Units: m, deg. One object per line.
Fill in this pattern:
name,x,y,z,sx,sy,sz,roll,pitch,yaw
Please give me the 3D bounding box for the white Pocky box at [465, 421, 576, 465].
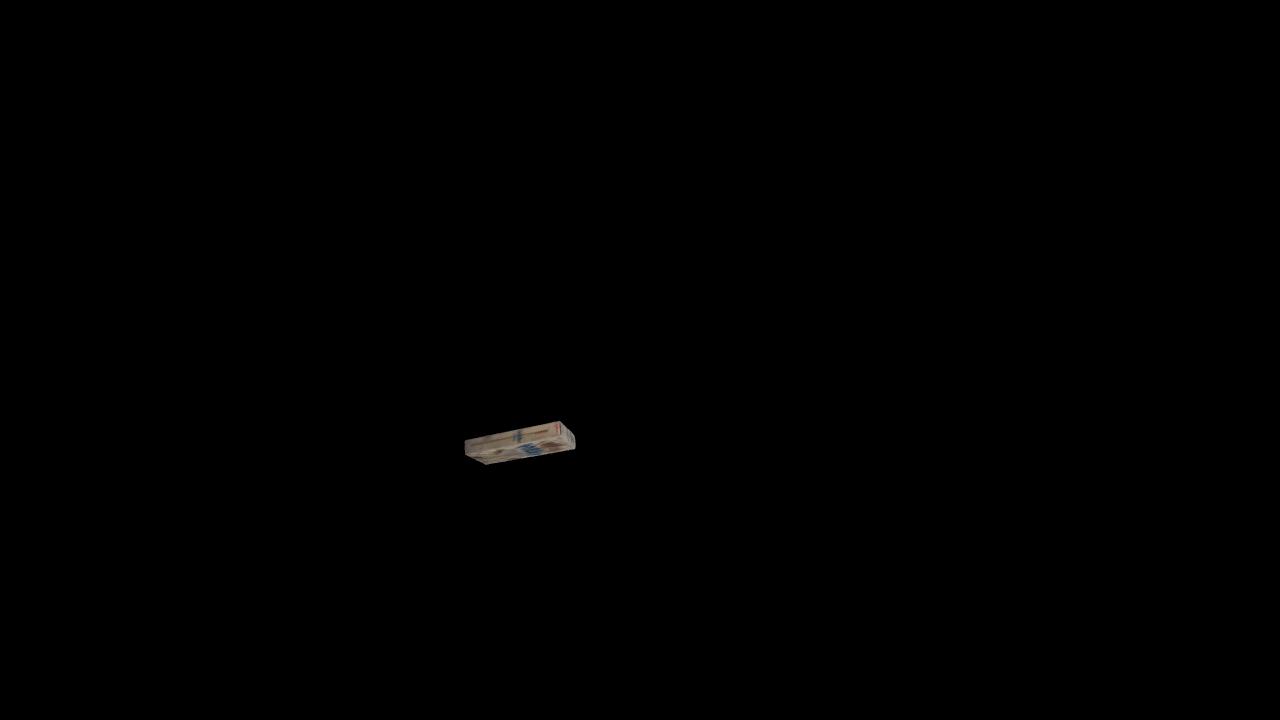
white Pocky box,-0.185,0.131,0.961,0.154,0.028,0.084,-11,-23,6
